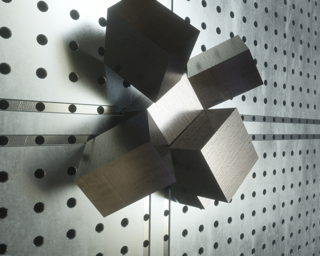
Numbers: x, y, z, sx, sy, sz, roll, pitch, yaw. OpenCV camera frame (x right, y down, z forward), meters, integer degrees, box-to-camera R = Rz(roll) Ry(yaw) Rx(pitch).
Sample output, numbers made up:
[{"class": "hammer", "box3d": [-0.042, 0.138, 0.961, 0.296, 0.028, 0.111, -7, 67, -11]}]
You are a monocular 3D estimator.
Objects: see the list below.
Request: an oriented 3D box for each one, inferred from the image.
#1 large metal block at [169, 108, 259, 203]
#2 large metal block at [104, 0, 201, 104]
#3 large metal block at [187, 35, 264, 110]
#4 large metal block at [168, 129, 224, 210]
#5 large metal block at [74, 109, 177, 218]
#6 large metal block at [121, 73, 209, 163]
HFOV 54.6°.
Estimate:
[{"class": "large metal block", "box3d": [0.069, 0.031, 0.383, 0.080, 0.050, 0.080, -45, 118, -32]}, {"class": "large metal block", "box3d": [-0.013, -0.087, 0.341, 0.080, 0.080, 0.050, 39, 59, 10]}, {"class": "large metal block", "box3d": [0.085, -0.078, 0.422, 0.050, 0.080, 0.080, 59, 17, -23]}, {"class": "large metal block", "box3d": [0.049, 0.052, 0.432, 0.080, 0.050, 0.080, -45, 116, -32]}, {"class": "large metal block", "box3d": [-0.034, 0.033, 0.324, 0.080, 0.080, 0.050, -28, 113, 8]}, {"class": "large metal block", "box3d": [0.011, -0.013, 0.401, 0.080, 0.050, 0.080, -46, 117, -30]}]
